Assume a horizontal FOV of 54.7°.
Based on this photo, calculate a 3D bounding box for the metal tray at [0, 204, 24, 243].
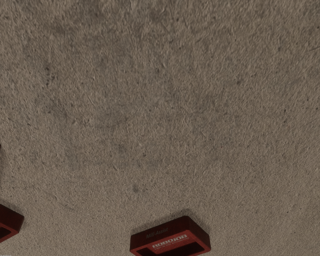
[{"bbox_3d":[-0.320,0.174,0.547,0.130,0.030,0.090,-31,124,23],"label":"metal tray"}]

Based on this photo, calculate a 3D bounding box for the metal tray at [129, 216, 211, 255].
[{"bbox_3d":[0.019,0.221,0.592,0.130,0.030,0.090,-27,126,20],"label":"metal tray"}]
